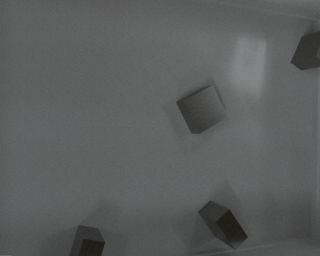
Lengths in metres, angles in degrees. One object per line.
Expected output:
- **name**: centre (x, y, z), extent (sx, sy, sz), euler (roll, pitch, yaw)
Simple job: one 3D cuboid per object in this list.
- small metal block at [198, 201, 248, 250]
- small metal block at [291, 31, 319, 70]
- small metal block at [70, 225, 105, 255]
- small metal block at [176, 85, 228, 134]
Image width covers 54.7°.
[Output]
- **small metal block**: centre (0.087, 0.134, 0.431), extent (0.025, 0.050, 0.050), euler (-38, 103, -16)
- **small metal block**: centre (0.243, -0.123, 0.489), extent (0.025, 0.050, 0.050), euler (29, 80, -18)
- **small metal block**: centre (-0.088, 0.149, 0.365), extent (0.025, 0.050, 0.050), euler (18, 84, -20)
- **small metal block**: centre (0.059, -0.026, 0.434), extent (0.050, 0.025, 0.050), euler (-30, 100, -18)
